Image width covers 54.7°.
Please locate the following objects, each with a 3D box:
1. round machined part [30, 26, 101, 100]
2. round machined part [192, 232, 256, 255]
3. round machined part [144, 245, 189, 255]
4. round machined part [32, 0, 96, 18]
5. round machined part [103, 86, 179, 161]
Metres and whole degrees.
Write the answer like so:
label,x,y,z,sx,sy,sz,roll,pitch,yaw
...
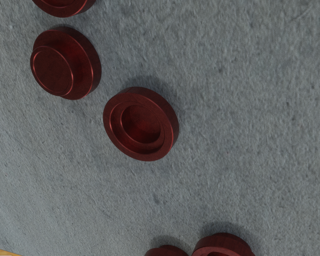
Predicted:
label,x,y,z,sx,sy,sz,roll,pitch,yaw
round machined part,-0.131,-0.081,0.413,0.098,0.042,0.097,13,124,20
round machined part,0.100,0.197,0.464,0.098,0.042,0.097,13,124,20
round machined part,0.018,0.242,0.535,0.098,0.042,0.097,13,124,20
round machined part,-0.105,-0.176,0.341,0.098,0.042,0.097,13,124,20
round machined part,-0.021,-0.009,0.400,0.098,0.042,0.097,13,124,20
